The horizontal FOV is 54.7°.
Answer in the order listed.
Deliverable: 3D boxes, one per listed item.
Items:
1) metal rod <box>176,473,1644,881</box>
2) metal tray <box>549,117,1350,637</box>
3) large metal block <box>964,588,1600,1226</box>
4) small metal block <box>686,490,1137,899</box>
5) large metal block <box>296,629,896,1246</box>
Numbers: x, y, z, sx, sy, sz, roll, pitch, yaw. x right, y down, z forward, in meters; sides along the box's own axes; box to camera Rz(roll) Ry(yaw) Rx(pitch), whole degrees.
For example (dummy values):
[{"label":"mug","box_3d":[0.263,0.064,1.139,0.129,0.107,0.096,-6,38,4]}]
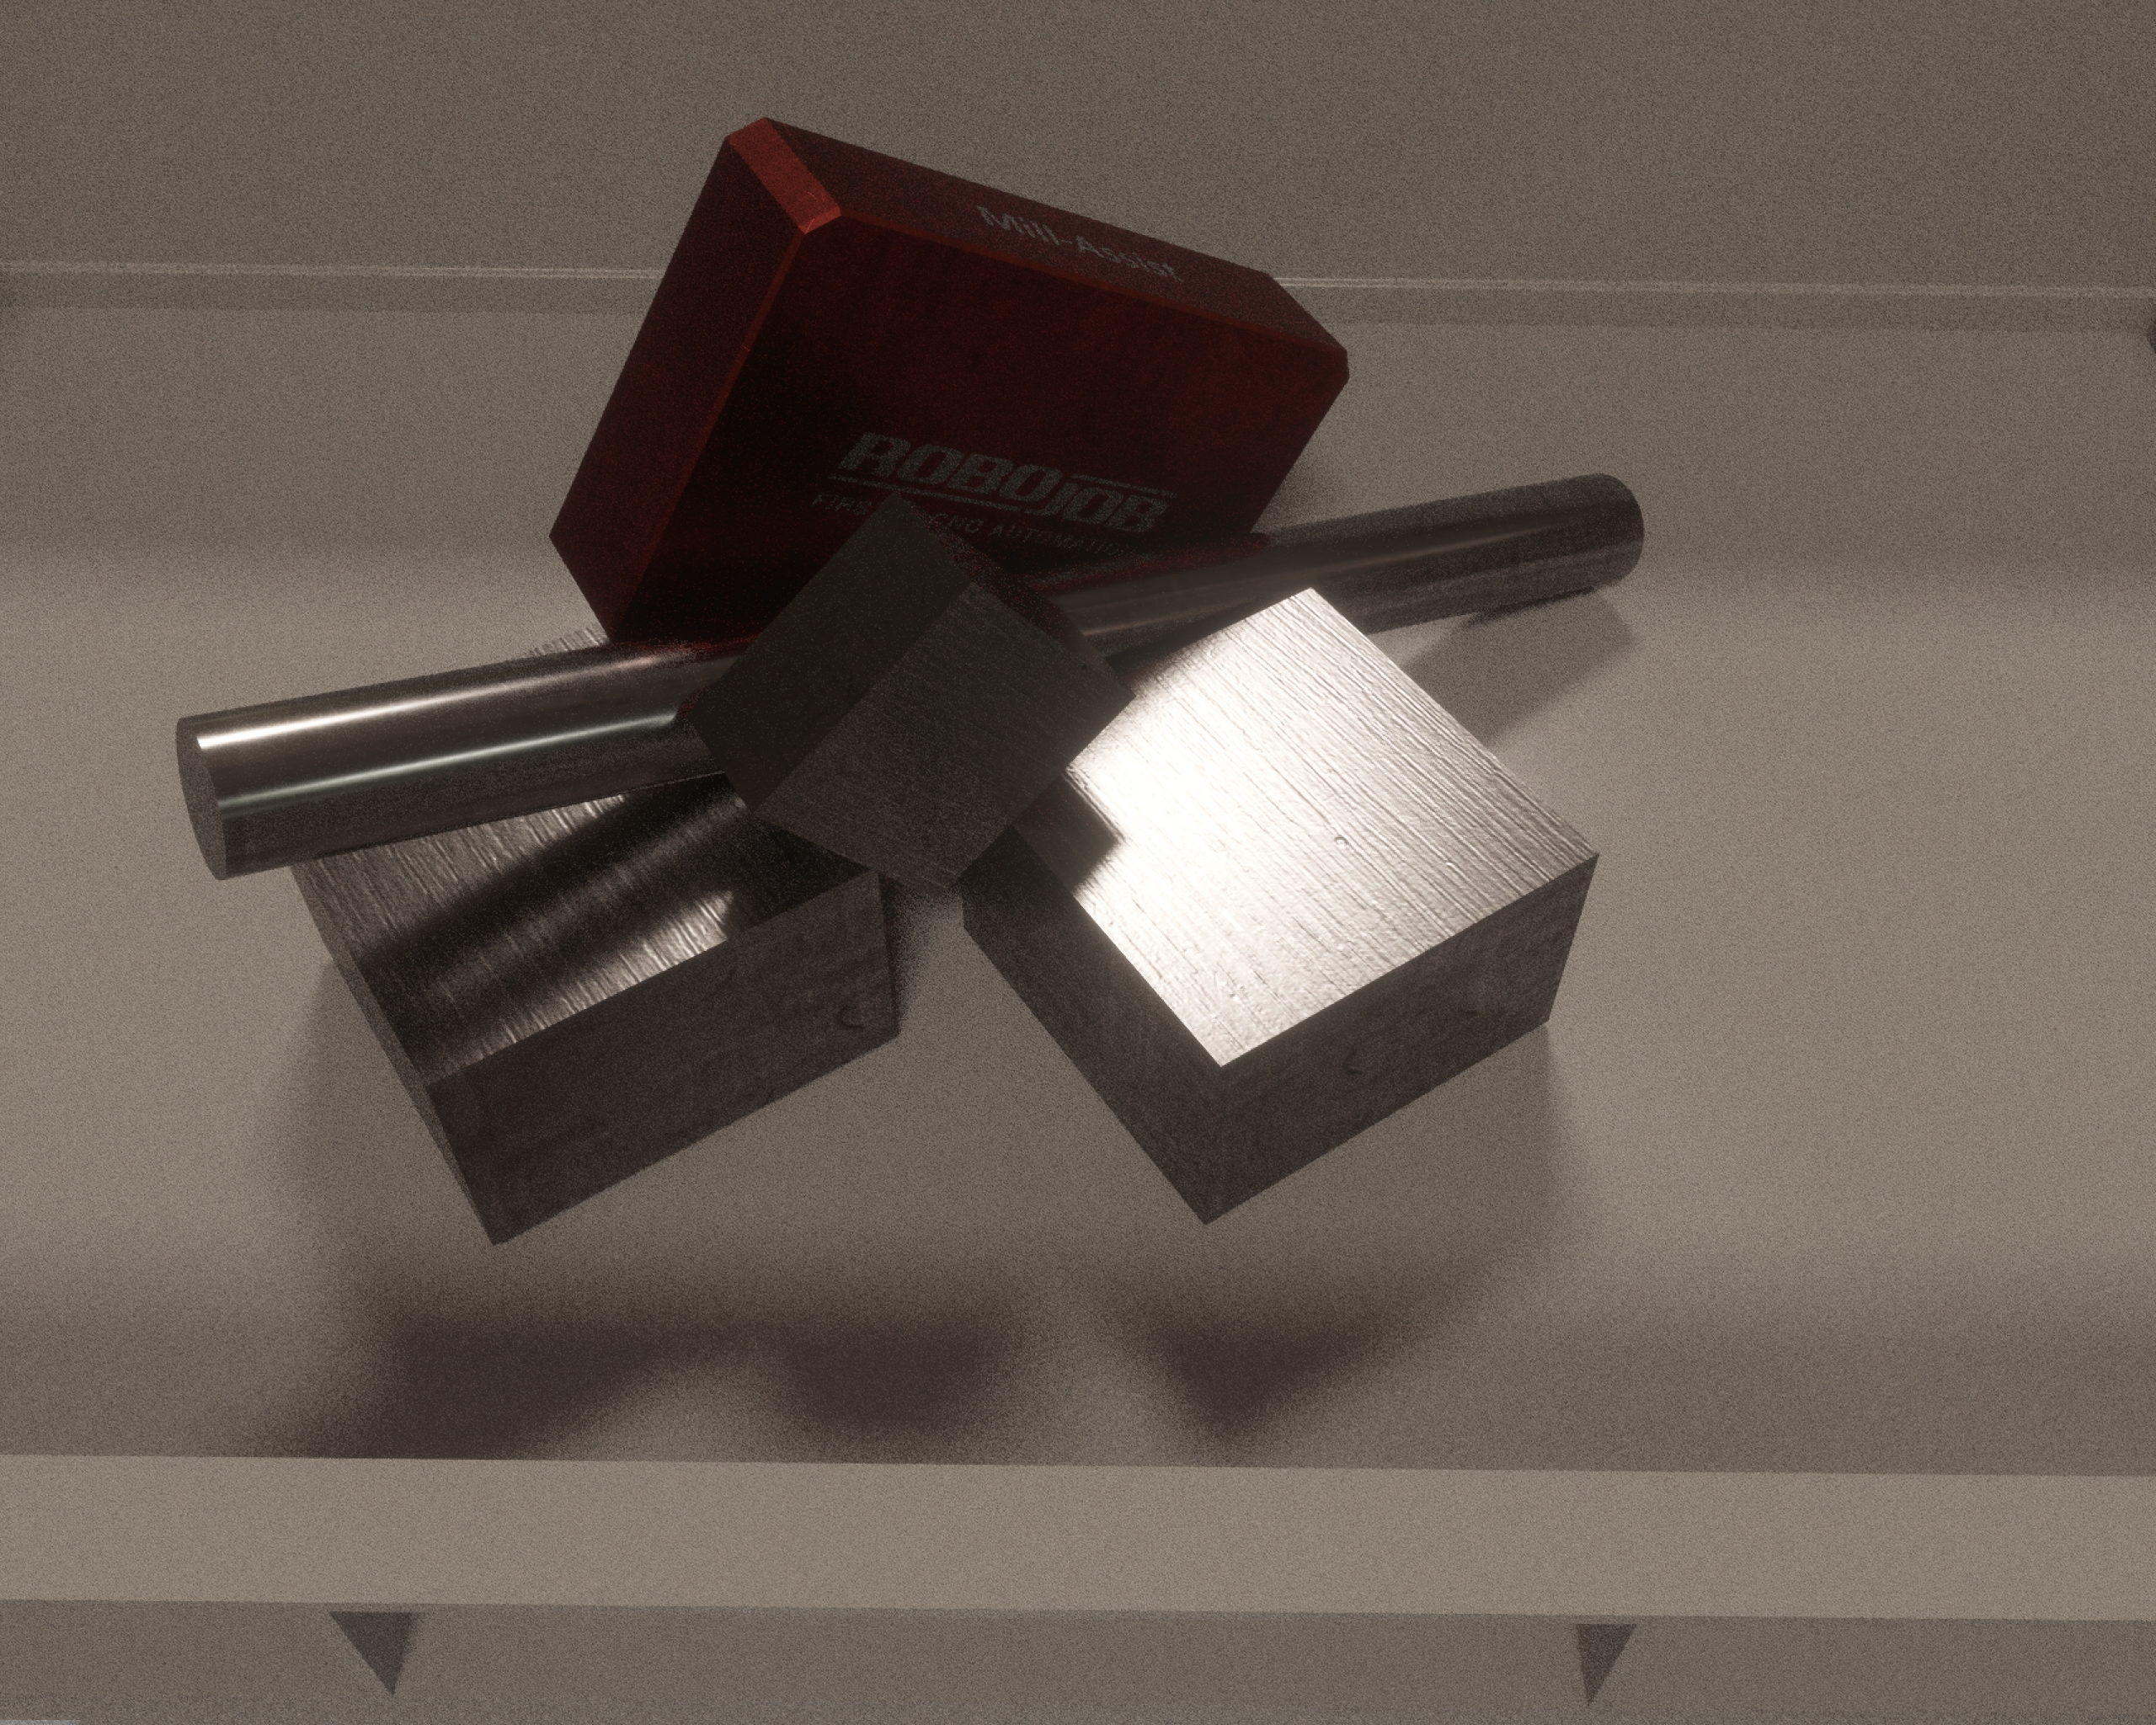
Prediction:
[{"label":"metal rod","box_3d":[-0.006,-0.042,0.390,0.303,0.025,0.025,-15,50,-32]},{"label":"metal tray","box_3d":[-0.021,-0.077,0.390,0.131,0.089,0.030,1,42,-43]},{"label":"large metal block","box_3d":[0.034,0.006,0.383,0.081,0.050,0.080,-27,55,-21]},{"label":"small metal block","box_3d":[-0.027,-0.026,0.345,0.050,0.050,0.025,-45,56,11]},{"label":"large metal block","box_3d":[-0.090,0.008,0.376,0.081,0.050,0.080,-27,55,-21]}]
